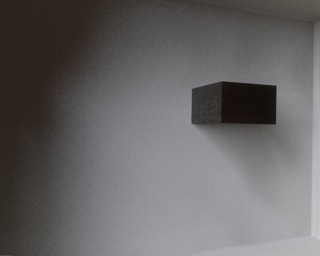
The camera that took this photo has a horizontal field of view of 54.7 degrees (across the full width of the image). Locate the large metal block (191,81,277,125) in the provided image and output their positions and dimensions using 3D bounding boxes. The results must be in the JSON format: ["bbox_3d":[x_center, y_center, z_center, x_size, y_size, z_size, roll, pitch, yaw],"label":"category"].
[{"bbox_3d":[0.097,-0.030,0.419,0.081,0.080,0.050,1,90,-20],"label":"large metal block"}]
